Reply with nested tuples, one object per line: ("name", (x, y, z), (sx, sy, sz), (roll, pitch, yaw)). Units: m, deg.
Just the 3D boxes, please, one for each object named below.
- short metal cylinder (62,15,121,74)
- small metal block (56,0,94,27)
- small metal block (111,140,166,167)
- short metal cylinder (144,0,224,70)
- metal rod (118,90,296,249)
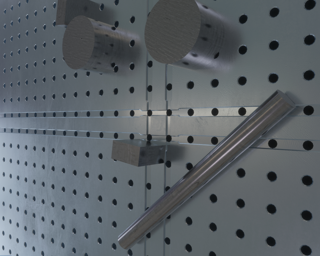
("short metal cylinder", (-0.107, -0.127, 0.481), (0.080, 0.050, 0.079), (0, 90, 40))
("small metal block", (-0.140, -0.188, 0.508), (0.025, 0.050, 0.050), (13, 98, 39))
("small metal block", (-0.029, 0.032, 0.417), (0.050, 0.050, 0.025), (11, 97, 39))
("short metal cylinder", (0.028, -0.113, 0.370), (0.080, 0.050, 0.079), (0, 90, 40))
("metal rod", (0.037, 0.068, 0.378), (0.299, 0.025, 0.025), (-48, 62, 29))
